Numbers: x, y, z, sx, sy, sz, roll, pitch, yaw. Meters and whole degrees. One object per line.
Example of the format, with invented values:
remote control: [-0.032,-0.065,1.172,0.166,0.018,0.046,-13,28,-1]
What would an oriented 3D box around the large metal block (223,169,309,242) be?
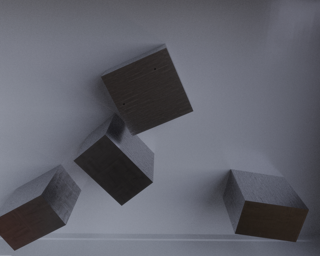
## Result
large metal block: [0.138,0.102,0.421,0.081,0.080,0.050,9,110,-4]

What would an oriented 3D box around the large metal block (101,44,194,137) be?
large metal block: [-0.014,-0.048,0.380,0.080,0.050,0.080,-23,109,8]

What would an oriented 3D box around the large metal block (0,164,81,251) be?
large metal block: [-0.163,0.104,0.419,0.080,0.080,0.050,-28,108,10]

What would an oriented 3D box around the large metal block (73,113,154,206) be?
large metal block: [-0.053,0.037,0.395,0.050,0.080,0.080,-39,106,13]
